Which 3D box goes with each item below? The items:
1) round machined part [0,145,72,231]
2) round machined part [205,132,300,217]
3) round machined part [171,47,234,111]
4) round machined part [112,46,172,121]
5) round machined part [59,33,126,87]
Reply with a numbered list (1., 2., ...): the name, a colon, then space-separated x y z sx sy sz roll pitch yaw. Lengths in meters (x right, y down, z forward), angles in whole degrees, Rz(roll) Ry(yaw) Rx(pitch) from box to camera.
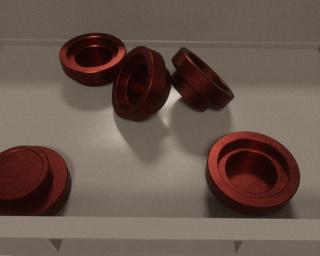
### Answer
1. round machined part: -0.153 0.058 0.343 0.099 0.042 0.098 0 50 0
2. round machined part: 0.101 0.054 0.350 0.099 0.042 0.098 0 50 0
3. round machined part: 0.052 -0.062 0.424 0.098 0.042 0.098 37 22 -17
4. round machined part: -0.022 -0.056 0.417 0.042 0.097 0.098 14 41 -36
5. round machined part: -0.101 -0.102 0.478 0.099 0.042 0.098 0 50 0
